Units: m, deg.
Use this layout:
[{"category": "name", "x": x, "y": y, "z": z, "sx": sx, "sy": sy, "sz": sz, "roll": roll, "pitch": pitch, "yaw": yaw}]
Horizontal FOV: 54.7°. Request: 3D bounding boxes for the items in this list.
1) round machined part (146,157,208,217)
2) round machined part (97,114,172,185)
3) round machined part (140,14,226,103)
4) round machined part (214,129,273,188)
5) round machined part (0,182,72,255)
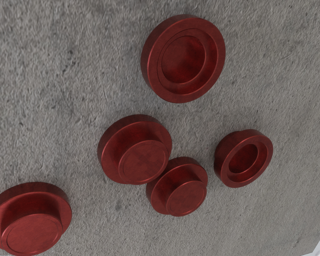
[{"category": "round machined part", "x": 0.032, "y": 0.096, "z": 0.472, "sx": 0.099, "sy": 0.042, "sz": 0.097, "roll": -14, "pitch": 124, "yaw": -21}, {"category": "round machined part", "x": -0.027, "y": 0.035, "z": 0.402, "sx": 0.099, "sy": 0.042, "sz": 0.097, "roll": -14, "pitch": 124, "yaw": -21}, {"category": "round machined part", "x": 0.023, "y": -0.081, "z": 0.358, "sx": 0.099, "sy": 0.042, "sz": 0.097, "roll": -14, "pitch": 124, "yaw": -21}, {"category": "round machined part", "x": 0.126, "y": 0.044, "z": 0.492, "sx": 0.099, "sy": 0.042, "sz": 0.097, "roll": -14, "pitch": 124, "yaw": -21}, {"category": "round machined part", "x": -0.158, "y": 0.118, "z": 0.382, "sx": 0.099, "sy": 0.042, "sz": 0.097, "roll": -14, "pitch": 124, "yaw": -21}]
